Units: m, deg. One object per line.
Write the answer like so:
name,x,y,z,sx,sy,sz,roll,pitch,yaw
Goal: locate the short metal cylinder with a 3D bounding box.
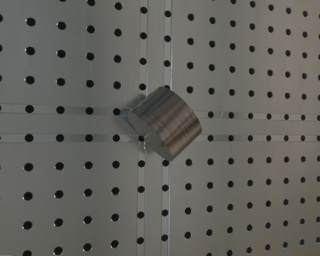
short metal cylinder,0.005,-0.005,0.386,0.050,0.080,0.080,-42,104,-15
